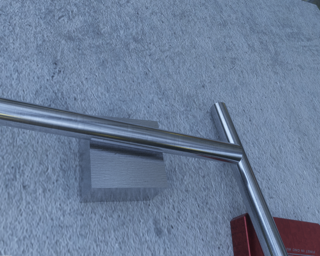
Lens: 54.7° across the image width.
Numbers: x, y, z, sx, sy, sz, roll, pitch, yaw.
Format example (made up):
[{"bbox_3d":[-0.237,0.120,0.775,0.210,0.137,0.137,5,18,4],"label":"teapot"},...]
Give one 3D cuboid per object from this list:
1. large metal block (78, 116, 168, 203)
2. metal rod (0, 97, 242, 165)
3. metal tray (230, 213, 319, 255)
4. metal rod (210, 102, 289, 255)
[{"bbox_3d":[-0.044,0.036,0.344,0.081,0.050,0.080,5,60,-26],"label":"large metal block"},{"bbox_3d":[-0.047,0.004,0.313,0.302,0.025,0.025,11,57,-22],"label":"metal rod"},{"bbox_3d":[0.155,0.162,0.388,0.131,0.030,0.090,14,56,-21],"label":"metal tray"},{"bbox_3d":[0.114,0.084,0.381,0.025,0.025,0.300,9,47,-24],"label":"metal rod"}]
